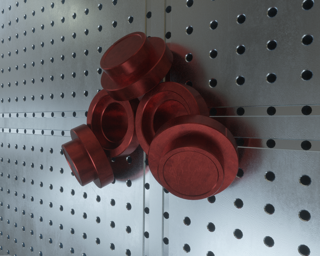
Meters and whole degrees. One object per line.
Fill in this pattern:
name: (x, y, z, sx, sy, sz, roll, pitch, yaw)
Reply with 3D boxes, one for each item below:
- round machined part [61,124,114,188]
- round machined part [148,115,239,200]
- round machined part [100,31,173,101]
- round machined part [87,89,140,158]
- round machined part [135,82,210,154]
round machined part: (-0.111, 0.047, 0.457, 0.098, 0.042, 0.097, 46, 152, 35)
round machined part: (0.035, 0.038, 0.333, 0.098, 0.042, 0.097, 4, 118, 9)
round machined part: (-0.036, -0.084, 0.393, 0.098, 0.042, 0.098, -22, 41, 21)
round machined part: (-0.057, -0.008, 0.442, 0.098, 0.042, 0.097, 0, 90, 39)
round machined part: (0.019, -0.006, 0.380, 0.098, 0.042, 0.097, 0, 90, 39)
